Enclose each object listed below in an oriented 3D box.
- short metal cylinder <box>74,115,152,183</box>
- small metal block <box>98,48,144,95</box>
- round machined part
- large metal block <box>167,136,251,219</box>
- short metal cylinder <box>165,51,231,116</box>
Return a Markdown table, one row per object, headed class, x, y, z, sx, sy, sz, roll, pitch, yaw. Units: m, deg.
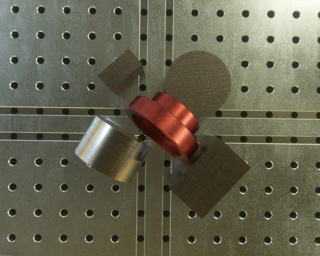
| class | x | y | z | sx | sy | sz | roll | pitch | yaw |
| --- | --- | --- | --- | --- | --- | --- | --- | --- | --- |
| short metal cylinder | -0.057 | 0.026 | 0.385 | 0.080 | 0.080 | 0.050 | 31 | 90 | -1 |
| small metal block | -0.049 | -0.071 | 0.400 | 0.050 | 0.050 | 0.025 | -42 | 90 | 0 |
| round machined part | 0.009 | -0.006 | 0.377 | 0.098 | 0.098 | 0.042 | 41 | 78 | -1 |
| large metal block | 0.056 | 0.056 | 0.387 | 0.050 | 0.080 | 0.080 | 43 | 90 | -1 |
| short metal cylinder | 0.046 | -0.054 | 0.401 | 0.081 | 0.050 | 0.079 | 0 | 90 | -1 |
